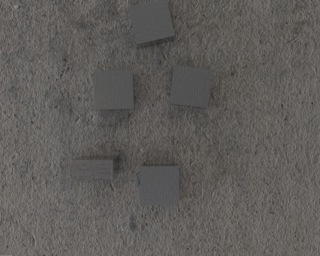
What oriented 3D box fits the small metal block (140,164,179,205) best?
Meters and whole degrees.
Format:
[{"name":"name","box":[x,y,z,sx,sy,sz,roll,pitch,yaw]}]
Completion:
[{"name":"small metal block","box":[-0.001,0.074,0.410,0.050,0.025,0.050,0,90,0]}]

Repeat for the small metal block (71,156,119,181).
[{"name":"small metal block","box":[-0.081,0.050,0.397,0.050,0.050,0.025,-1,90,0]}]

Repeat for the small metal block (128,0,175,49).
[{"name":"small metal block","box":[-0.011,-0.137,0.410,0.050,0.025,0.050,-13,90,0]}]

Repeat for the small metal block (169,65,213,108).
[{"name":"small metal block","box":[0.040,-0.053,0.410,0.050,0.025,0.050,7,90,0]}]

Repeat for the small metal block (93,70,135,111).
[{"name":"small metal block","box":[-0.060,-0.049,0.409,0.050,0.025,0.050,-2,90,0]}]
